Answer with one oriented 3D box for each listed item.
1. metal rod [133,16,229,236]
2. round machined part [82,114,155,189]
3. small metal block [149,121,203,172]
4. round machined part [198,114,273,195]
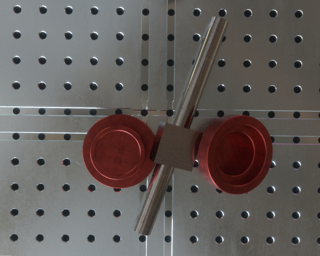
[{"bbox_3d":[0.027,-0.003,0.413,0.025,0.025,0.299,20,90,0],"label":"metal rod"},{"bbox_3d":[-0.052,0.031,0.404,0.099,0.042,0.097,0,90,0],"label":"round machined part"},{"bbox_3d":[0.020,0.022,0.387,0.050,0.025,0.050,16,91,-16],"label":"small metal block"},{"bbox_3d":[0.091,0.031,0.394,0.099,0.042,0.097,-2,96,-23],"label":"round machined part"}]
